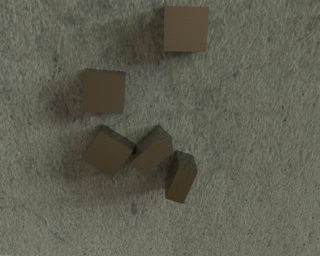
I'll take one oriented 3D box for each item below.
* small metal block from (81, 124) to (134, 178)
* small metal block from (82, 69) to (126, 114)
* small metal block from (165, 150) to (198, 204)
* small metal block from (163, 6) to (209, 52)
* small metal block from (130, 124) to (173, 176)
[{"bbox_3d":[-0.070,0.031,0.420,0.050,0.025,0.050,33,106,-12],"label":"small metal block"},{"bbox_3d":[-0.071,-0.047,0.392,0.050,0.025,0.050,5,110,-2],"label":"small metal block"},{"bbox_3d":[0.027,0.066,0.421,0.025,0.050,0.050,19,109,-7],"label":"small metal block"},{"bbox_3d":[0.030,-0.117,0.367,0.050,0.025,0.050,1,110,-1],"label":"small metal block"},{"bbox_3d":[-0.011,0.028,0.407,0.050,0.050,0.025,-42,105,13],"label":"small metal block"}]
